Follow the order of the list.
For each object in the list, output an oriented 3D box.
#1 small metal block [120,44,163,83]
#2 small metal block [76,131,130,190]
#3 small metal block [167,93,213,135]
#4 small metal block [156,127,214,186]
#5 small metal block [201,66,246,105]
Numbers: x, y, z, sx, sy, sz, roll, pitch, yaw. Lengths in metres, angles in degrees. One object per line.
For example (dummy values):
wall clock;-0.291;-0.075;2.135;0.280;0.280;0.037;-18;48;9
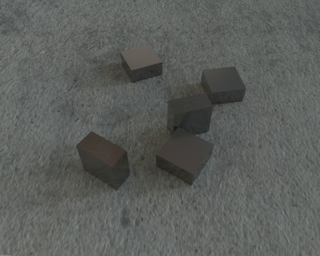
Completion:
small metal block;-0.029;-0.102;0.489;0.050;0.025;0.050;-18;53;-15
small metal block;-0.064;0.038;0.354;0.050;0.050;0.025;27;55;20
small metal block;0.037;-0.014;0.400;0.050;0.050;0.025;-13;51;-11
small metal block;0.030;0.033;0.376;0.050;0.025;0.050;27;55;20
small metal block;0.092;-0.063;0.457;0.050;0.025;0.050;-7;51;-7
